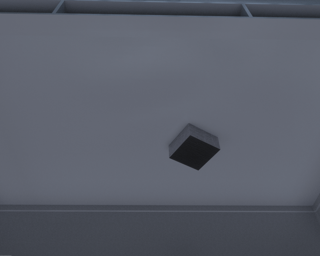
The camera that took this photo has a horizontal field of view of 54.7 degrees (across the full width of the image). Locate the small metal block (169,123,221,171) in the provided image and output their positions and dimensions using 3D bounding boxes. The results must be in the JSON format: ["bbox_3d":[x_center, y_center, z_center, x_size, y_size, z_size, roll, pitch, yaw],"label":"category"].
[{"bbox_3d":[0.047,0.027,0.433,0.050,0.025,0.050,25,126,-21],"label":"small metal block"}]
